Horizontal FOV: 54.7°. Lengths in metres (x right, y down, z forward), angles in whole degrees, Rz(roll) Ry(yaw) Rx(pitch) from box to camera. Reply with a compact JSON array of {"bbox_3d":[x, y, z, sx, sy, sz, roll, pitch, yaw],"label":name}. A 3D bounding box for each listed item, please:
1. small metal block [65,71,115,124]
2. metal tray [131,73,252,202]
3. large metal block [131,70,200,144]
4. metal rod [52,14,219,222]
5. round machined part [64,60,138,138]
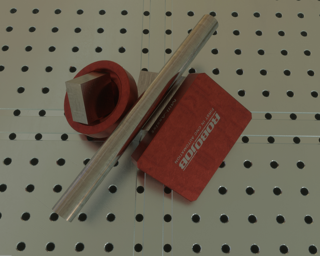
[{"bbox_3d":[-0.084,-0.039,0.382,0.025,0.050,0.050,12,30,31],"label":"small metal block"},{"bbox_3d":[0.039,0.011,0.370,0.090,0.030,0.130,36,86,-21],"label":"metal tray"},{"bbox_3d":[0.008,-0.023,0.406,0.080,0.050,0.080,9,70,3],"label":"large metal block"},{"bbox_3d":[-0.018,-0.025,0.367,0.025,0.025,0.300,33,73,11],"label":"metal rod"},{"bbox_3d":[-0.071,-0.034,0.400,0.098,0.042,0.098,-7,71,23],"label":"round machined part"}]
